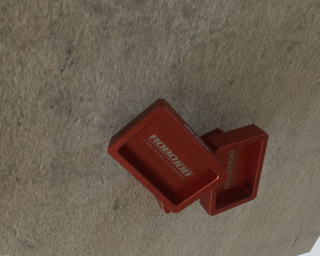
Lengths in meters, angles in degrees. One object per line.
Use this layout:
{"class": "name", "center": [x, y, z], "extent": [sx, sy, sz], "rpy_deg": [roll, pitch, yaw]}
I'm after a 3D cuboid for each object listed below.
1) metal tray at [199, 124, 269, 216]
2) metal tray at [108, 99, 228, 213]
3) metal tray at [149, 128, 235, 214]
{"class": "metal tray", "center": [0.108, 0.065, 0.465], "extent": [0.091, 0.030, 0.129], "rpy_deg": [-15, 125, -21]}
{"class": "metal tray", "center": [0.011, 0.038, 0.391], "extent": [0.090, 0.030, 0.130], "rpy_deg": [-39, 108, 15]}
{"class": "metal tray", "center": [0.050, 0.066, 0.474], "extent": [0.131, 0.030, 0.090], "rpy_deg": [-25, 128, -14]}
